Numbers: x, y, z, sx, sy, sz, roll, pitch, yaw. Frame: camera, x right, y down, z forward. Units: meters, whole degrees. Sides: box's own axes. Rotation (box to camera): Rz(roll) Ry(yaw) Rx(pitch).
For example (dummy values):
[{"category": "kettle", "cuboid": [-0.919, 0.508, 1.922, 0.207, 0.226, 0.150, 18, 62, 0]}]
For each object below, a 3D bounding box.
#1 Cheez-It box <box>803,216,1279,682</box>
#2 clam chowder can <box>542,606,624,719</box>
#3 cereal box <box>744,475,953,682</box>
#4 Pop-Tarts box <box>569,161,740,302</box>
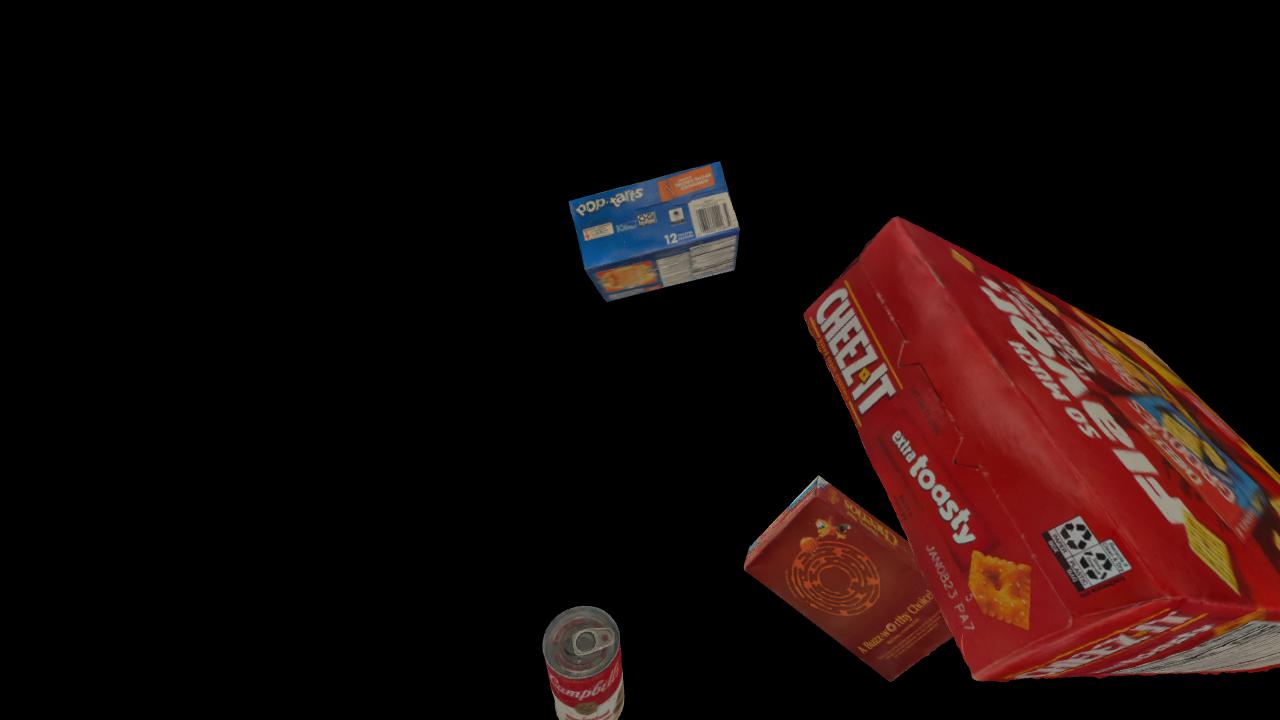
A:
[{"category": "Cheez-It box", "cuboid": [0.196, 0.043, 0.270, 0.223, 0.166, 0.071, 15, -48, -28]}, {"category": "clam chowder can", "cuboid": [-0.049, 0.283, 0.558, 0.068, 0.102, 0.068, -1, 34, 1]}, {"category": "cereal box", "cuboid": [0.353, 0.360, 1.015, 0.306, 0.203, 0.081, 36, 27, 7]}, {"category": "Pop-Tarts box", "cuboid": [0.020, -0.139, 0.701, 0.167, 0.083, 0.141, -13, -10, 5]}]
